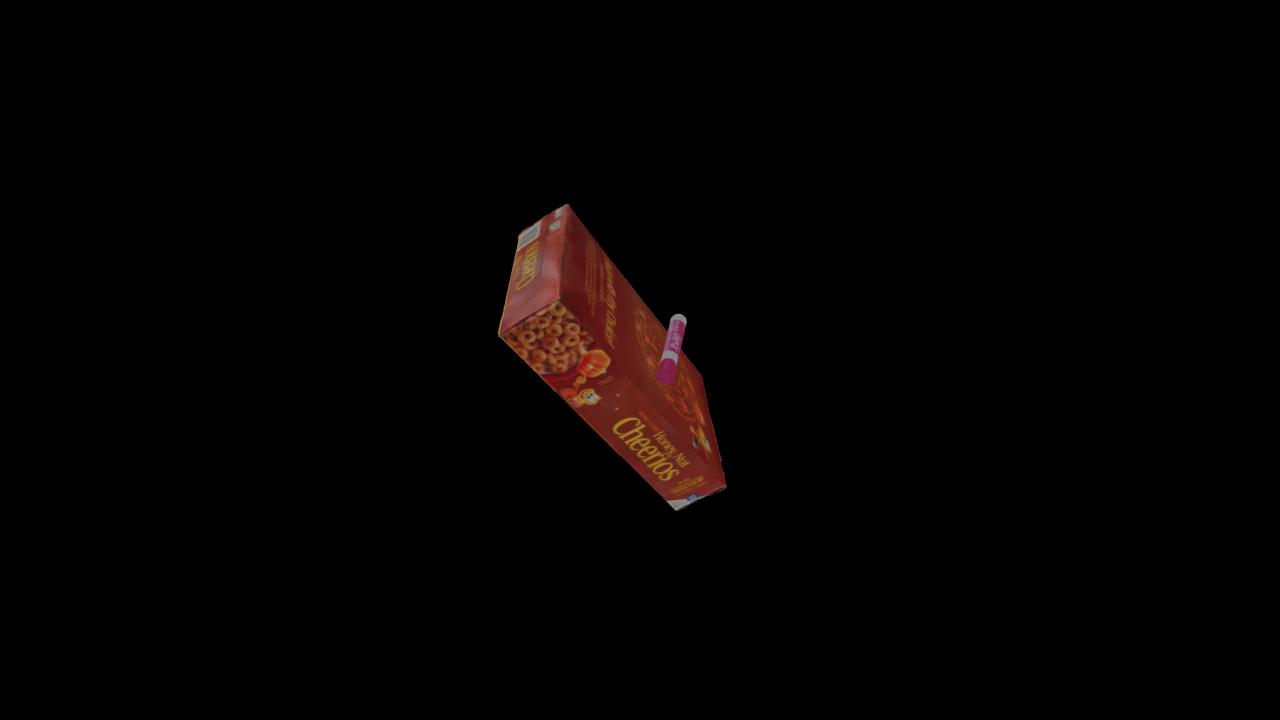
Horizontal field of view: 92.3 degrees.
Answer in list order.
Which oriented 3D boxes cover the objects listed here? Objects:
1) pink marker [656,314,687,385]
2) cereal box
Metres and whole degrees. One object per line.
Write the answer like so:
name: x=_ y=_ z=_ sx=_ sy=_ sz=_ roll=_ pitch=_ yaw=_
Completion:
pink marker: x=0.034 y=-0.013 z=0.651 sx=0.020 sy=0.020 sz=0.121 roll=0 pitch=32 yaw=11
cereal box: x=-0.020 y=0.001 z=0.680 sx=0.081 sy=0.306 sz=0.203 roll=-28 pitch=35 yaw=17
